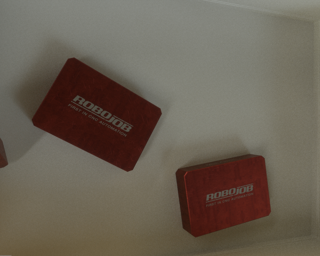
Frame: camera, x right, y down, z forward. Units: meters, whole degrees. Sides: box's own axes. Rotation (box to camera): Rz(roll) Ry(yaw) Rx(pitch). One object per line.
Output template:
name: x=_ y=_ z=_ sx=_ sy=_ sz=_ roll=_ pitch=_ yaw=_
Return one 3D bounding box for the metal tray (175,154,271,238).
metal tray: x=0.093 y=0.093 z=0.444 sx=0.131 sy=0.030 sz=0.089 roll=-9 pitch=93 yaw=-20

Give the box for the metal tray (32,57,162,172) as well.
metal tray: x=-0.074 y=-0.014 z=0.381 sx=0.131 sy=0.030 sz=0.090 roll=30 pitch=80 yaw=-18

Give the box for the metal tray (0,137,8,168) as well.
metal tray: x=-0.200 y=0.018 z=0.279 sx=0.091 sy=0.129 sz=0.030 roll=-16 pitch=74 yaw=-21
